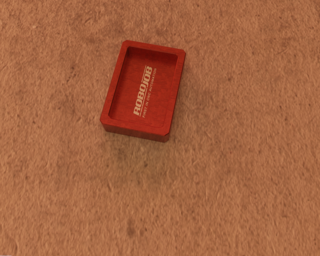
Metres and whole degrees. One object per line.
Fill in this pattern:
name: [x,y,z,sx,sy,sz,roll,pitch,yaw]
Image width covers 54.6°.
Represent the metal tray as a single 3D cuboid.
metal tray: [-0.020,-0.052,0.424,0.090,0.030,0.130,11,70,4]
